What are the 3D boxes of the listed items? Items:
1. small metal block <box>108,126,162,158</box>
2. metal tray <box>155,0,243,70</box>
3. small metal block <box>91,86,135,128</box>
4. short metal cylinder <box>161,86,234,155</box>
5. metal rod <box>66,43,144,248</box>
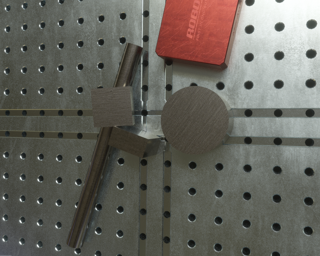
[{"bbox_3d":[-0.032,0.017,0.410,0.050,0.050,0.025,20,97,18],"label":"small metal block"},{"bbox_3d":[0.053,-0.146,0.391,0.090,0.030,0.129,14,95,19],"label":"metal tray"},{"bbox_3d":[-0.061,-0.028,0.407,0.050,0.025,0.050,-4,95,3],"label":"small metal block"},{"bbox_3d":[0.047,-0.009,0.382,0.080,0.050,0.079,0,90,19],"label":"short metal cylinder"},{"bbox_3d":[-0.079,0.029,0.439,0.025,0.025,0.298,20,96,18],"label":"metal rod"}]
